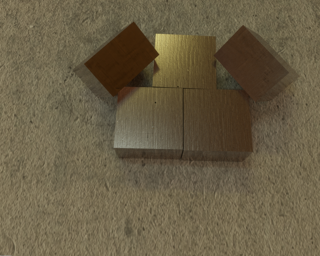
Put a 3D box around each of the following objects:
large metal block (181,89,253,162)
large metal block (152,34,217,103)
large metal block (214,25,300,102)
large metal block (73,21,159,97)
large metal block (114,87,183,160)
[{"bbox_3d":[0.069,-0.002,0.396,0.081,0.050,0.080,1,70,0],"label":"large metal block"},{"bbox_3d":[0.033,-0.079,0.426,0.081,0.050,0.080,3,70,0],"label":"large metal block"},{"bbox_3d":[0.128,-0.081,0.405,0.050,0.080,0.080,-45,72,27],"label":"large metal block"},{"bbox_3d":[-0.060,-0.085,0.403,0.080,0.080,0.050,-45,111,-15],"label":"large metal block"},{"bbox_3d":[-0.013,-0.005,0.397,0.081,0.050,0.080,1,70,0],"label":"large metal block"}]
